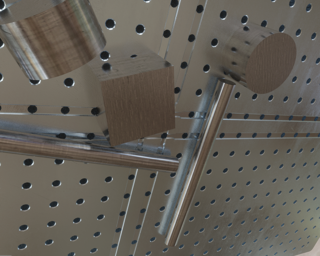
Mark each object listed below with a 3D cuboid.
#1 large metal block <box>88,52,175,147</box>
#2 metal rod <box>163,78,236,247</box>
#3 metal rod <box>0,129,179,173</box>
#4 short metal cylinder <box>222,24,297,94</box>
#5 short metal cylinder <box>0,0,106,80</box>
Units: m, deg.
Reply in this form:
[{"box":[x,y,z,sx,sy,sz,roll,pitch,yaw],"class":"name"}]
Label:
[{"box":[-0.030,-0.034,0.357,0.081,0.050,0.079,-16,125,-19],"class":"large metal block"},{"box":[0.055,0.068,0.482,0.025,0.025,0.298,1,118,-29],"class":"metal rod"},{"box":[-0.103,0.027,0.371,0.302,0.025,0.025,12,112,-34],"class":"metal rod"},{"box":[0.130,-0.092,0.409,0.081,0.050,0.079,-14,124,-21],"class":"short metal cylinder"},{"box":[-0.094,-0.085,0.271,0.080,0.080,0.050,-29,128,-10],"class":"short metal cylinder"}]
